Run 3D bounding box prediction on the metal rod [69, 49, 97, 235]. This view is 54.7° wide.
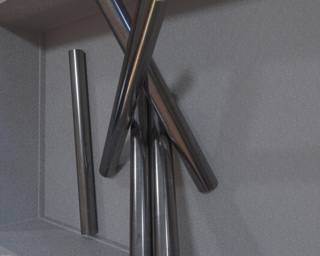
[{"bbox_3d":[-0.127,0.020,0.508,0.025,0.025,0.298,-8,85,39],"label":"metal rod"}]

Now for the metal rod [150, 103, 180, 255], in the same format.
[{"bbox_3d":[0.004,0.073,0.320,0.025,0.025,0.300,-33,44,35],"label":"metal rod"}]

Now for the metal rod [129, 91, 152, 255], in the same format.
[{"bbox_3d":[-0.021,0.059,0.345,0.025,0.025,0.299,-32,46,35],"label":"metal rod"}]

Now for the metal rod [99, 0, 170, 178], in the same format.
[{"bbox_3d":[-0.042,-0.021,0.357,0.025,0.025,0.298,57,148,24],"label":"metal rod"}]

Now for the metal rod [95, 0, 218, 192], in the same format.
[{"bbox_3d":[-0.014,-0.062,0.337,0.025,0.025,0.299,-21,102,38],"label":"metal rod"}]
